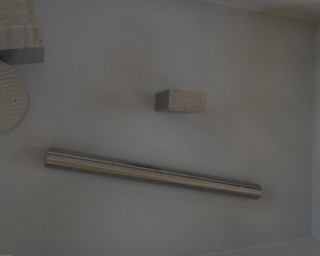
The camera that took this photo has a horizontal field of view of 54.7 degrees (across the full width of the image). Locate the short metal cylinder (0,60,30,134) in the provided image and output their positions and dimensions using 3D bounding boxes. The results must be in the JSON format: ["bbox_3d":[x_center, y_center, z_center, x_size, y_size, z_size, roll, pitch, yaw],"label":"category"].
[{"bbox_3d":[-0.184,-0.031,0.329,0.081,0.050,0.079,0,90,-20],"label":"short metal cylinder"}]

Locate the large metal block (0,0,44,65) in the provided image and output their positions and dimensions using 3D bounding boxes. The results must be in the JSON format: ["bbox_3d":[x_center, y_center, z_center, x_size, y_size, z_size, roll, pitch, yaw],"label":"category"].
[{"bbox_3d":[-0.155,-0.114,0.324,0.050,0.080,0.079,-10,94,-20],"label":"large metal block"}]

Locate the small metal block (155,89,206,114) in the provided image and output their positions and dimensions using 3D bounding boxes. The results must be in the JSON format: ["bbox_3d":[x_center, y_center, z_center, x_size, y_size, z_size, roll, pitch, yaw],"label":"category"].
[{"bbox_3d":[0.026,-0.034,0.408,0.050,0.050,0.025,3,89,-20],"label":"small metal block"}]

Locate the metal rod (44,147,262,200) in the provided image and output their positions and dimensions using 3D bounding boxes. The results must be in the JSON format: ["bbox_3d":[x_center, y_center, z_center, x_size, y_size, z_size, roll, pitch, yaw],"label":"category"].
[{"bbox_3d":[0.006,0.065,0.413,0.302,0.025,0.025,13,86,-20],"label":"metal rod"}]
